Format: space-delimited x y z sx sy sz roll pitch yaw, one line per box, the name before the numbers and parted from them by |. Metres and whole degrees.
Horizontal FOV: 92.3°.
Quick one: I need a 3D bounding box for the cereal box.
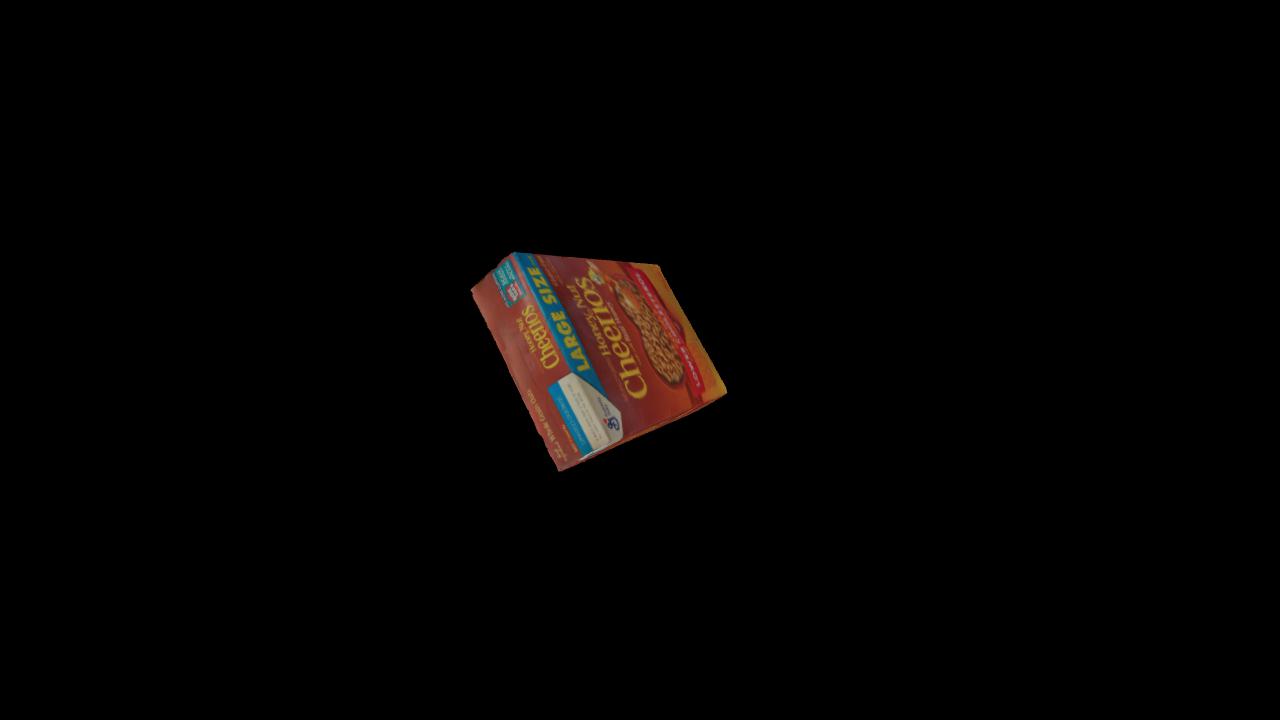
cereal box | -0.026 -0.013 0.698 0.081 0.203 0.306 -32 -10 27
